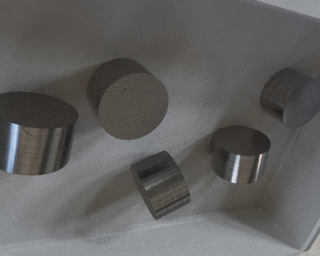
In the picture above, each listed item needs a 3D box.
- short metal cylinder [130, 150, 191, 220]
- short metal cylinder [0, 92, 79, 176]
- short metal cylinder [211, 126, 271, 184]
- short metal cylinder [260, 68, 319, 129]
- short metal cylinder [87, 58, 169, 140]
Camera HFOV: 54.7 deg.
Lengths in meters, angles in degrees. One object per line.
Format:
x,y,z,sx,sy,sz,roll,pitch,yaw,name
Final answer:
0.000,0.077,0.422,0.050,0.080,0.080,-24,128,-14,short metal cylinder
-0.127,0.003,0.306,0.081,0.080,0.050,4,116,-31,short metal cylinder
0.120,0.038,0.465,0.081,0.080,0.050,-13,124,-22,short metal cylinder
0.204,-0.046,0.478,0.081,0.050,0.079,-14,125,-21,short metal cylinder
-0.037,-0.033,0.353,0.081,0.050,0.079,-14,125,-21,short metal cylinder
